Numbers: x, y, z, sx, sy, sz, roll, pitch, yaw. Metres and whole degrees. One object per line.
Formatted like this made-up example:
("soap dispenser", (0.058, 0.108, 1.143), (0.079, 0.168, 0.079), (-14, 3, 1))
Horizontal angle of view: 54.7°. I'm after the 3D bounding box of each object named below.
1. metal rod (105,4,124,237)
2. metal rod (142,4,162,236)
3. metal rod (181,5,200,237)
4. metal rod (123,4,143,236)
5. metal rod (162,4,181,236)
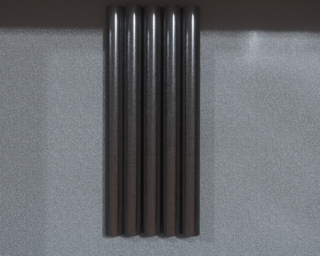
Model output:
("metal rod", (-0.060, -0.010, 0.410), (0.025, 0.025, 0.298), (0, 90, 0))
("metal rod", (-0.010, -0.010, 0.410), (0.025, 0.025, 0.298), (0, 90, 0))
("metal rod", (0.040, -0.009, 0.410), (0.025, 0.025, 0.298), (0, 90, 0))
("metal rod", (-0.036, -0.011, 0.410), (0.025, 0.025, 0.298), (0, 90, 0))
("metal rod", (0.015, -0.010, 0.410), (0.025, 0.025, 0.298), (0, 90, 0))
